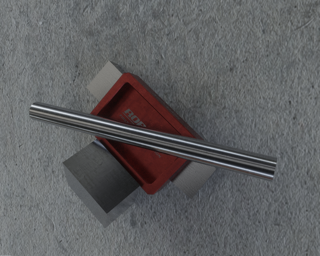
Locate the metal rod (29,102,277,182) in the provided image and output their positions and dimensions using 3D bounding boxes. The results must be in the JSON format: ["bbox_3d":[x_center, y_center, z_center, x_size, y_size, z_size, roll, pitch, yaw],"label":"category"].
[{"bbox_3d":[-0.024,0.010,0.359,0.301,0.025,0.025,13,94,19],"label":"metal rod"}]

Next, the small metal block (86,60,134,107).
[{"bbox_3d":[-0.065,-0.057,0.432,0.050,0.025,0.050,46,104,14],"label":"small metal block"}]

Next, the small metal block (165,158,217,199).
[{"bbox_3d":[0.039,0.053,0.396,0.050,0.025,0.050,40,102,15],"label":"small metal block"}]

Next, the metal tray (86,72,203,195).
[{"bbox_3d":[-0.021,0.006,0.387,0.130,0.030,0.090,45,104,14],"label":"metal tray"}]

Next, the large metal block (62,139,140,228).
[{"bbox_3d":[-0.076,0.073,0.397,0.050,0.080,0.080,-38,74,-27],"label":"large metal block"}]
